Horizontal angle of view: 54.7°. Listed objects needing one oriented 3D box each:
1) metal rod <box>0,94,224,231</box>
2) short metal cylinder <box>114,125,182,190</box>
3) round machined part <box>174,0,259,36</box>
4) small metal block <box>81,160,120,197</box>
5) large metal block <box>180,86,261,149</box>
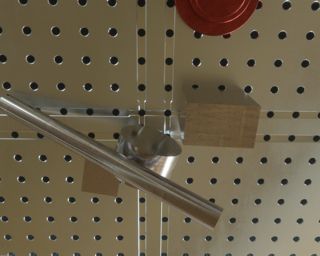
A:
[{"bbox_3d":[-0.070,0.031,0.359,0.301,0.025,0.025,26,110,16],"label":"metal rod"},{"bbox_3d":[-0.019,0.037,0.398,0.080,0.080,0.050,18,109,-7],"label":"short metal cylinder"},{"bbox_3d":[0.065,-0.154,0.348,0.099,0.042,0.097,0,110,-1],"label":"round machined part"},{"bbox_3d":[-0.080,0.065,0.436,0.050,0.025,0.050,10,110,-4],"label":"small metal block"},{"bbox_3d":[0.068,-0.016,0.379,0.081,0.080,0.050,3,110,-2],"label":"large metal block"}]
